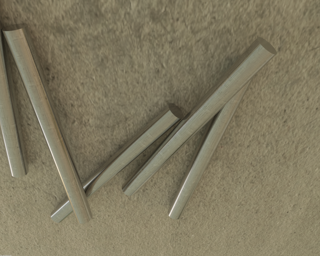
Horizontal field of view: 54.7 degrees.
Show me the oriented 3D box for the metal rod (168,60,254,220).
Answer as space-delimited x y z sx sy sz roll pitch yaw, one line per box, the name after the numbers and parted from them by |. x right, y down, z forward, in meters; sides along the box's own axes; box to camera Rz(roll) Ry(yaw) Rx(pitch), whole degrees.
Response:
0.062 0.036 0.439 0.025 0.025 0.298 11 129 -10 | metal rod

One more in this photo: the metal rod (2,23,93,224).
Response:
-0.134 0.018 0.402 0.025 0.025 0.298 -5 125 3 | metal rod

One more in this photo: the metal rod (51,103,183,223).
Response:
-0.078 0.065 0.461 0.025 0.025 0.299 33 122 -25 | metal rod

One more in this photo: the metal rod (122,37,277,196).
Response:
0.028 0.007 0.397 0.025 0.025 0.298 25 131 -20 | metal rod

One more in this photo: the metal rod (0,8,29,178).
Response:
-0.185 -0.048 0.362 0.025 0.025 0.298 6 130 -6 | metal rod
